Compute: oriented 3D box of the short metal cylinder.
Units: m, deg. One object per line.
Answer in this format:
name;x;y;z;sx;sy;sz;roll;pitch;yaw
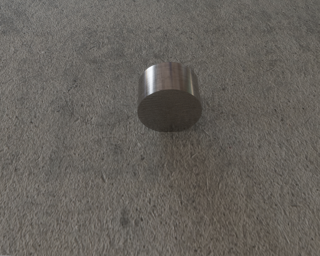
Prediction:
short metal cylinder;0.012;-0.038;0.402;0.081;0.080;0.050;-1;50;-1
